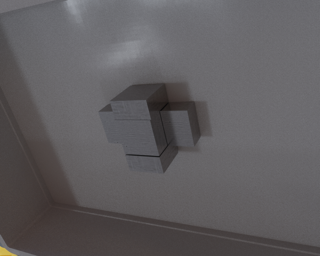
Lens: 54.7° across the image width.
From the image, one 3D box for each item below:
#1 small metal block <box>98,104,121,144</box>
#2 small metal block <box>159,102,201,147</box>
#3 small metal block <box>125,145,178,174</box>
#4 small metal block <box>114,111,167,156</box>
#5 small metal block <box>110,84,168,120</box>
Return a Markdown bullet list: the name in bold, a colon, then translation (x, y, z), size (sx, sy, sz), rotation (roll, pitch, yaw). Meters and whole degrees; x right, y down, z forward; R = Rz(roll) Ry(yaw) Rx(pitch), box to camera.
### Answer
- **small metal block**: translation (-0.051, -0.006, 0.429), size (0.050, 0.025, 0.050), rotation (1, 119, 28)
- **small metal block**: translation (0.020, -0.005, 0.393), size (0.050, 0.025, 0.050), rotation (1, 119, 27)
- **small metal block**: translation (-0.010, 0.035, 0.415), size (0.050, 0.050, 0.025), rotation (1, 119, 27)
- **small metal block**: translation (-0.023, 0.006, 0.389), size (0.050, 0.025, 0.050), rotation (1, 119, 27)
- **small metal block**: translation (-0.025, -0.033, 0.382), size (0.050, 0.050, 0.025), rotation (1, 119, 27)
